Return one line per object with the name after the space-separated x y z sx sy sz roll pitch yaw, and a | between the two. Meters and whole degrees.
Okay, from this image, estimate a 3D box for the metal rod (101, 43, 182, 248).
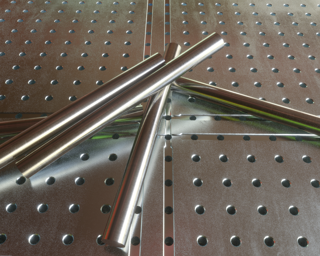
-0.013 -0.003 0.394 0.025 0.025 0.300 10 55 8 | metal rod

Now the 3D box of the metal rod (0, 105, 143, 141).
-0.172 0.000 0.405 0.302 0.025 0.025 -7 51 -7 | metal rod

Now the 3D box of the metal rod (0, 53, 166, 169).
-0.120 -0.011 0.385 0.301 0.025 0.025 -34 58 -15 | metal rod

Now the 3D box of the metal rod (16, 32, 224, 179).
-0.041 -0.035 0.395 0.301 0.025 0.025 -35 58 -11 | metal rod

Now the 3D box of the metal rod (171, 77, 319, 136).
0.159 -0.021 0.426 0.301 0.025 0.025 19 53 15 | metal rod
